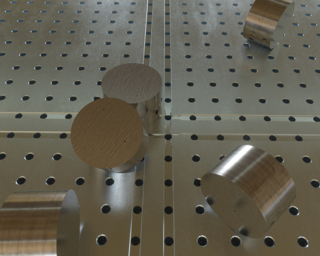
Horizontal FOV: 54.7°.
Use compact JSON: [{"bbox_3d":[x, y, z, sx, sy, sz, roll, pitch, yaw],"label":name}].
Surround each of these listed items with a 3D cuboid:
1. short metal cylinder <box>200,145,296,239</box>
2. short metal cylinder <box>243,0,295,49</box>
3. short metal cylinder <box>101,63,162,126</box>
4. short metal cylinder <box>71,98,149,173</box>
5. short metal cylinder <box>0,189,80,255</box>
[{"bbox_3d":[0.089,0.065,0.319,0.050,0.080,0.080,-36,59,-26],"label":"short metal cylinder"},{"bbox_3d":[0.185,-0.183,0.528,0.050,0.080,0.080,31,57,23],"label":"short metal cylinder"},{"bbox_3d":[-0.037,-0.045,0.429,0.081,0.050,0.080,0,50,0],"label":"short metal cylinder"},{"bbox_3d":[-0.056,0.010,0.362,0.080,0.050,0.080,-1,76,4],"label":"short metal cylinder"},{"bbox_3d":[-0.109,0.098,0.288,0.050,0.080,0.080,-1,50,-1],"label":"short metal cylinder"}]
